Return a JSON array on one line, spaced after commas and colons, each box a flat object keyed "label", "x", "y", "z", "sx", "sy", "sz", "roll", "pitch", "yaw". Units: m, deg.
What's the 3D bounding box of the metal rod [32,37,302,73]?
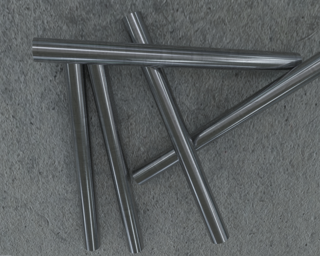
[{"label": "metal rod", "x": 0.019, "y": -0.080, "z": 0.350, "sx": 0.302, "sy": 0.025, "sz": 0.025, "roll": 0, "pitch": 111, "yaw": -12}]

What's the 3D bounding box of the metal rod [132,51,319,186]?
[{"label": "metal rod", "x": 0.089, "y": -0.010, "z": 0.392, "sx": 0.300, "sy": 0.025, "sz": 0.025, "roll": -34, "pitch": 107, "yaw": 17}]

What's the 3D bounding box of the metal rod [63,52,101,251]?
[{"label": "metal rod", "x": -0.104, "y": 0.040, "z": 0.423, "sx": 0.025, "sy": 0.025, "sz": 0.298, "roll": -1, "pitch": 110, "yaw": 0}]

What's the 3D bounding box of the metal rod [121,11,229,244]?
[{"label": "metal rod", "x": 0.022, "y": 0.006, "z": 0.382, "sx": 0.025, "sy": 0.025, "sz": 0.299, "roll": -21, "pitch": 98, "yaw": 7}]

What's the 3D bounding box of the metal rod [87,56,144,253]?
[{"label": "metal rod", "x": -0.058, "y": 0.046, "z": 0.425, "sx": 0.025, "sy": 0.025, "sz": 0.298, "roll": -8, "pitch": 110, "yaw": 3}]
